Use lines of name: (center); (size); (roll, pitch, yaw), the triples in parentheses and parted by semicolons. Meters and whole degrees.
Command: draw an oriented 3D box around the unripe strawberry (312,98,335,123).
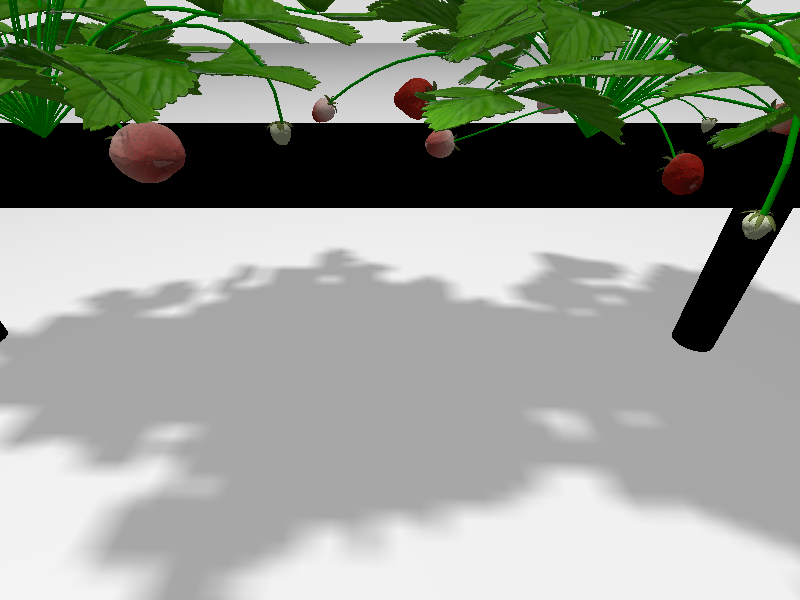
unripe strawberry: (-0.073, -0.178, 0.378); (0.023, 0.020, 0.023); (-29, 20, 32)

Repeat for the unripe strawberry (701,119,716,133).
unripe strawberry: (0.271, -0.154, 0.353); (0.011, 0.011, 0.010); (-8, 35, -11)

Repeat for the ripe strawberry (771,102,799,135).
ripe strawberry: (0.324, -0.151, 0.330); (0.032, 0.027, 0.032); (0, 34, -3)

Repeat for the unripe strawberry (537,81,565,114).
unripe strawberry: (0.157, -0.208, 0.411); (0.035, 0.030, 0.035); (1, 34, 1)

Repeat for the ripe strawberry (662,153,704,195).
ripe strawberry: (0.148, -0.065, 0.209); (0.018, 0.020, 0.021); (2, -43, 2)

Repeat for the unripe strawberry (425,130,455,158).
unripe strawberry: (0.027, -0.107, 0.275); (0.020, 0.020, 0.019); (-15, 37, -21)

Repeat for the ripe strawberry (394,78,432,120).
ripe strawberry: (0.013, -0.194, 0.387); (0.037, 0.036, 0.040); (17, 38, 24)

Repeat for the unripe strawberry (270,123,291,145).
unripe strawberry: (-0.086, -0.119, 0.289); (0.016, 0.015, 0.014); (7, 35, 10)

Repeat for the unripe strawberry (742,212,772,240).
unripe strawberry: (0.128, -0.026, 0.144); (0.009, 0.010, 0.010); (4, 34, 6)
